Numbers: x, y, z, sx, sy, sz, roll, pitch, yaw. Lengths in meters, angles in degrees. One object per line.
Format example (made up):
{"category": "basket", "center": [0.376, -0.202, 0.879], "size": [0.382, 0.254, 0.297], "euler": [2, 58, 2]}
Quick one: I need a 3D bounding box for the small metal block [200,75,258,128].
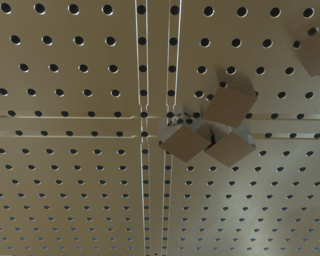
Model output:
{"category": "small metal block", "center": [0.084, -0.032, 0.385], "size": [0.050, 0.025, 0.050], "euler": [15, 129, -13]}

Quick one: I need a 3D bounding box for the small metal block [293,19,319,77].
{"category": "small metal block", "center": [0.180, -0.091, 0.336], "size": [0.050, 0.025, 0.050], "euler": [-23, 127, 18]}

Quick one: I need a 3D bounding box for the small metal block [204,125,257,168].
{"category": "small metal block", "center": [0.096, 0.023, 0.431], "size": [0.050, 0.025, 0.050], "euler": [32, 123, -25]}

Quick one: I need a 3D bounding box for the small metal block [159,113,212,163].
{"category": "small metal block", "center": [0.034, 0.014, 0.424], "size": [0.050, 0.025, 0.050], "euler": [32, 123, -25]}
